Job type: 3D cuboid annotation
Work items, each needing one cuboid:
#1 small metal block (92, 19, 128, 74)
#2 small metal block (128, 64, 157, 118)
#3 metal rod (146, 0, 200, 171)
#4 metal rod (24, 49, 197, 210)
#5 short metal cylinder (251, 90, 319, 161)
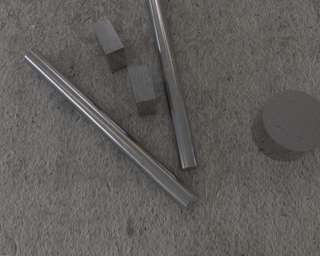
[{"bbox_3d":[-0.070,-0.114,0.436,0.025,0.050,0.050,-25,72,-9],"label":"small metal block"},{"bbox_3d":[-0.023,-0.048,0.412,0.025,0.050,0.050,-14,71,-5],"label":"small metal block"},{"bbox_3d":[0.012,-0.087,0.439,0.025,0.025,0.299,-9,70,-3],"label":"metal rod"},{"bbox_3d":[-0.074,-0.007,0.409,0.300,0.025,0.025,41,75,13],"label":"metal rod"},{"bbox_3d":[0.164,-0.002,0.397,0.081,0.050,0.080,0,70,0],"label":"short metal cylinder"}]
